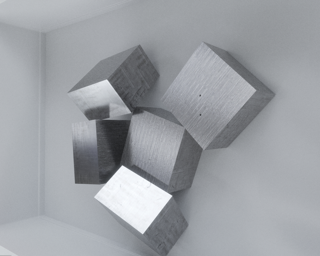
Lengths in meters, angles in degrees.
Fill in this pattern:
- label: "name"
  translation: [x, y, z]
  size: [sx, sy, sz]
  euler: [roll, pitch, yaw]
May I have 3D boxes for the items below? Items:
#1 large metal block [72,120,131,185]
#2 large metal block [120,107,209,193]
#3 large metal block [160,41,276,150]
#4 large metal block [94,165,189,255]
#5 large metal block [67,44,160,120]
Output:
- label: "large metal block"
  translation: [-0.070, 0.031, 0.425]
  size: [0.050, 0.081, 0.080]
  euler: [-7, 86, 39]
- label: "large metal block"
  translation: [0.004, 0.024, 0.385]
  size: [0.080, 0.050, 0.079]
  euler: [24, 105, 37]
- label: "large metal block"
  translation: [0.060, -0.033, 0.337]
  size: [0.080, 0.050, 0.080]
  euler: [51, 120, 27]
- label: "large metal block"
  translation: [-0.020, 0.102, 0.376]
  size: [0.080, 0.080, 0.050]
  euler: [25, 63, 35]
- label: "large metal block"
  translation: [-0.060, -0.058, 0.409]
  size: [0.080, 0.080, 0.050]
  euler: [-10, 126, 40]
